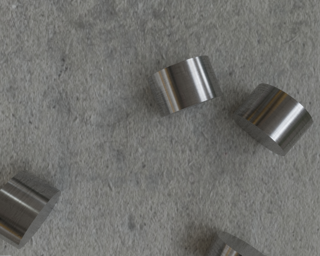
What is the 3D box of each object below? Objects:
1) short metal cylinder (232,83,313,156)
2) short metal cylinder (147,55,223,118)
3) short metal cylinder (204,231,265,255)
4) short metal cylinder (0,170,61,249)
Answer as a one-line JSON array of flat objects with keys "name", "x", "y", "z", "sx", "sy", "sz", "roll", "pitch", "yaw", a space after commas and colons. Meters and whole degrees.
[{"name": "short metal cylinder", "x": 0.138, "y": -0.010, "z": 0.384, "sx": 0.080, "sy": 0.080, "sz": 0.050, "roll": 41, "pitch": 90, "yaw": -1}, {"name": "short metal cylinder", "x": 0.031, "y": -0.050, "z": 0.383, "sx": 0.080, "sy": 0.080, "sz": 0.050, "roll": -20, "pitch": 90, "yaw": 0}, {"name": "short metal cylinder", "x": 0.095, "y": 0.173, "z": 0.384, "sx": 0.080, "sy": 0.080, "sz": 0.050, "roll": 28, "pitch": 90, "yaw": -1}, {"name": "short metal cylinder", "x": -0.168, "y": 0.099, "z": 0.380, "sx": 0.050, "sy": 0.080, "sz": 0.080, "roll": 32, "pitch": 90, "yaw": -1}]
